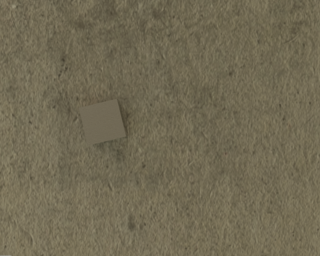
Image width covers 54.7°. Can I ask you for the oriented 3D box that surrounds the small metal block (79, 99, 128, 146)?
[{"bbox_3d":[-0.074,-0.008,0.409,0.050,0.025,0.050,-14,90,-1],"label":"small metal block"}]
